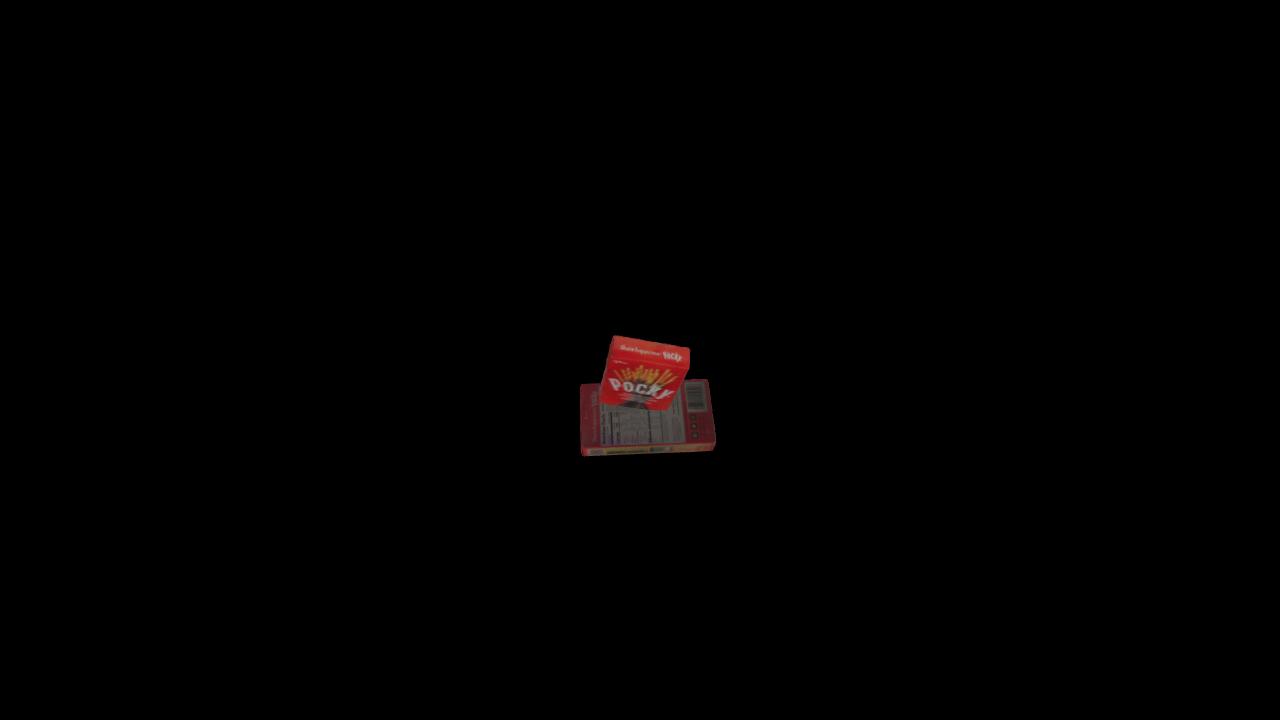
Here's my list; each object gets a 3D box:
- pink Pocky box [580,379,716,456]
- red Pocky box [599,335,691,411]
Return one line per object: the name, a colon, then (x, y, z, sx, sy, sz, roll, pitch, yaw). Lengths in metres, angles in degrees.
pink Pocky box: (0.007, 0.067, 0.722, 0.155, 0.084, 0.029, -2, -31, -3)
red Pocky box: (0.000, 0.025, 0.681, 0.083, 0.028, 0.155, 11, -27, -4)
